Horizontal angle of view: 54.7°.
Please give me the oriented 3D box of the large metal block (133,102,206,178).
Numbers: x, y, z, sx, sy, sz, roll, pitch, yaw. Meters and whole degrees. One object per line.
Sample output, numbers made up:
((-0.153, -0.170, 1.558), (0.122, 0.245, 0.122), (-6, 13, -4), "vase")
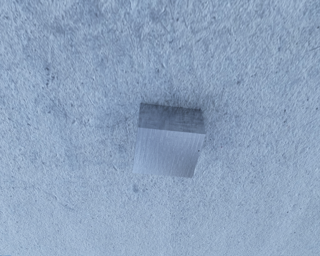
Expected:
((0.009, 0.017, 0.407), (0.081, 0.050, 0.079), (6, 130, -6), "large metal block")
